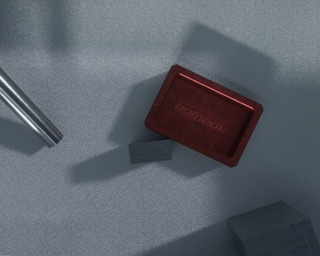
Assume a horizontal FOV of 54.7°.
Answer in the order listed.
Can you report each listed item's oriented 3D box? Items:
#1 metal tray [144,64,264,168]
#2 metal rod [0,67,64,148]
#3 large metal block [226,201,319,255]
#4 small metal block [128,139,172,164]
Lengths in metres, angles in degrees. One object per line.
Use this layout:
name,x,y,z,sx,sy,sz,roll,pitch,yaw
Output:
metal tray,0.056,-0.015,0.409,0.131,0.030,0.090,26,90,-1
metal rod,-0.217,-0.091,0.345,0.025,0.025,0.299,-36,116,0
large metal block,0.137,0.136,0.386,0.080,0.080,0.050,-18,90,0
small metal block,-0.012,0.029,0.399,0.050,0.050,0.025,-6,90,0
